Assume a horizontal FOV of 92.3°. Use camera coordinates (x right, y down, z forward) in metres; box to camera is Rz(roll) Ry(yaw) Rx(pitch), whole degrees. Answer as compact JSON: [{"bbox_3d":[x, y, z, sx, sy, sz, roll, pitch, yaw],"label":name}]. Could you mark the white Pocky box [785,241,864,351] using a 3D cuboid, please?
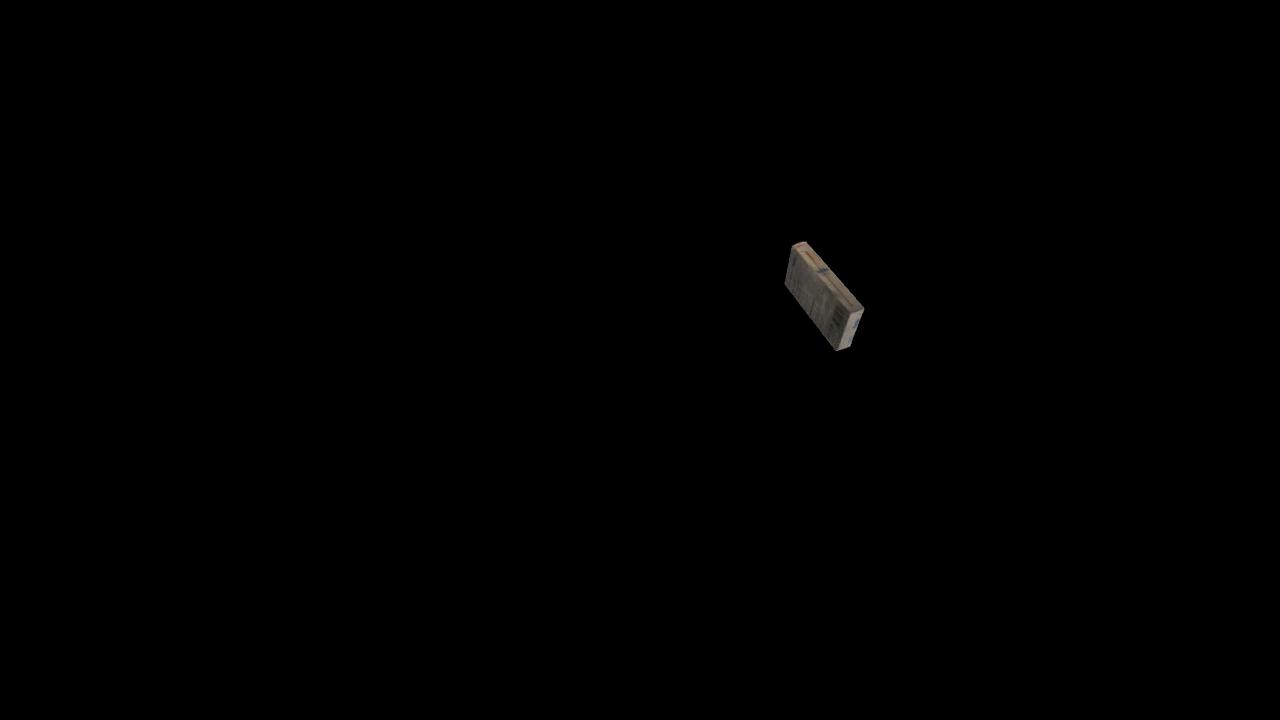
[{"bbox_3d":[0.267,-0.095,0.906,0.028,0.154,0.084,-18,-37,-12],"label":"white Pocky box"}]
